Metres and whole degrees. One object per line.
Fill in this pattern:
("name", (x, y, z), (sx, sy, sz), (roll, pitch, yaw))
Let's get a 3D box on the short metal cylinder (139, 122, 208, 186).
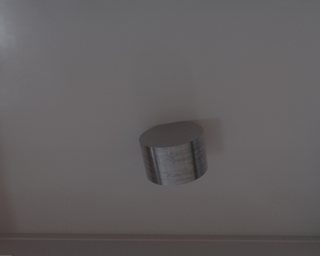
("short metal cylinder", (0.018, 0.030, 0.393), (0.080, 0.080, 0.050), (-9, 110, 3))
